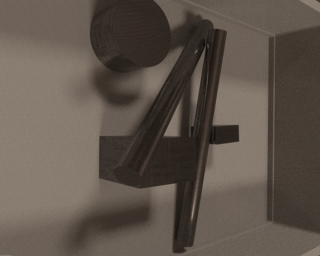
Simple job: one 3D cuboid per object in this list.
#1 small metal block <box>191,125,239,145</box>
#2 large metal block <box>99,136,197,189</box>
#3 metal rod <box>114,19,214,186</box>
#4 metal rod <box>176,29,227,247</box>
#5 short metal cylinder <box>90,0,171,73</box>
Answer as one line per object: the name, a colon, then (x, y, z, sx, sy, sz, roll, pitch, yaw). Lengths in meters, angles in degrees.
small metal block: (0.082, 0.009, 0.461, 0.050, 0.050, 0.025, -4, 93, -40)
large metal block: (-0.015, 0.035, 0.360, 0.081, 0.080, 0.050, 1, 90, -40)
metal rod: (0.021, -0.056, 0.363, 0.025, 0.025, 0.301, 55, 39, -26)
metal rod: (0.057, 0.016, 0.429, 0.025, 0.025, 0.298, 5, 95, -40)
short metal cylinder: (-0.034, -0.108, 0.363, 0.081, 0.050, 0.079, 0, 90, -40)
